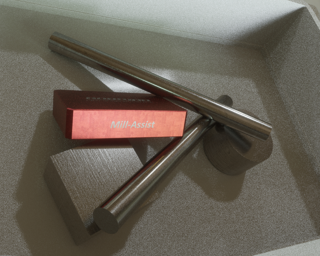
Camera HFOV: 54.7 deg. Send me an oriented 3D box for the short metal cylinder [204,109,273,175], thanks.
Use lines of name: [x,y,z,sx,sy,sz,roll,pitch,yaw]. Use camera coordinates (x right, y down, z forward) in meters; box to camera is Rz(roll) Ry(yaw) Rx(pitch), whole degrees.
short metal cylinder: [0.109,0.020,0.435,0.081,0.050,0.080,14,56,-21]

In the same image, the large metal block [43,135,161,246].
large metal block: [-0.060,0.059,0.316,0.081,0.050,0.080,-21,73,-36]

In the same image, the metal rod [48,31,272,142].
metal rod: [0.000,-0.054,0.400,0.301,0.025,0.025,24,52,1]

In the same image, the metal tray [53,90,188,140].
metal tray: [-0.047,-0.017,0.351,0.131,0.030,0.090,-1,18,-27]

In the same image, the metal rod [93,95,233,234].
metal rod: [0.029,0.017,0.364,0.025,0.025,0.302,47,37,4]
